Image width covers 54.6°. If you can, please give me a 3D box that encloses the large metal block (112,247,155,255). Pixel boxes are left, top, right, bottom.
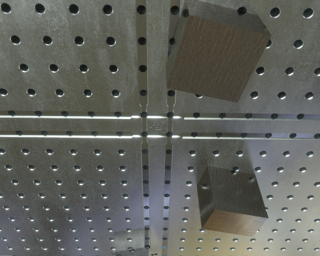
[{"bbox_3d":[-0.049,0.297,0.647,0.080,0.050,0.080,-13,129,11],"label":"large metal block"}]

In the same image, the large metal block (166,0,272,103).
[{"bbox_3d":[0.056,-0.080,0.327,0.080,0.050,0.079,11,129,-9],"label":"large metal block"}]

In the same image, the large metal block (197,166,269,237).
[{"bbox_3d":[0.106,0.110,0.470,0.080,0.080,0.050,12,129,-10],"label":"large metal block"}]
